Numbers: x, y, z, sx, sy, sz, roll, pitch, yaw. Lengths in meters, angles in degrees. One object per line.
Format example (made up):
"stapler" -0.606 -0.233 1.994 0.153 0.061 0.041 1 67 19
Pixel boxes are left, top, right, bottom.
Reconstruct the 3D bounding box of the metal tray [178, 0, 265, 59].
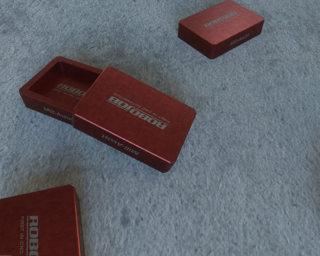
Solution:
"metal tray" 0.108 -0.179 0.552 0.131 0.030 0.090 -31 57 -24

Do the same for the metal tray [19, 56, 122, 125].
"metal tray" -0.116 -0.050 0.439 0.130 0.030 0.090 20 53 16

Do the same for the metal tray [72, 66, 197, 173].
"metal tray" -0.029 -0.013 0.385 0.130 0.030 0.090 27 54 -1

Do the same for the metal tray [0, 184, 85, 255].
"metal tray" -0.120 0.125 0.294 0.091 0.030 0.130 -11 51 -10
